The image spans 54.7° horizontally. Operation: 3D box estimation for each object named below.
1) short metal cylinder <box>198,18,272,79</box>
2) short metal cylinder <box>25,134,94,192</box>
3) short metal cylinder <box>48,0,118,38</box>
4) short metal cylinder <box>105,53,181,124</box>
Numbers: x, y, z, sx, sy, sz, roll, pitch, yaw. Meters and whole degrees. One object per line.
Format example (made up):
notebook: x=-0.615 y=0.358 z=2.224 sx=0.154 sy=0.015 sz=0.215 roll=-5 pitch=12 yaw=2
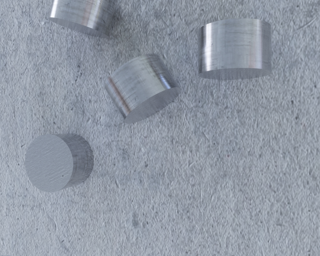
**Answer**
short metal cylinder: x=0.084 y=-0.085 z=0.350 sx=0.080 sy=0.080 sz=0.050 roll=0 pitch=90 yaw=20
short metal cylinder: x=-0.144 y=0.048 z=0.447 sx=0.080 sy=0.050 sz=0.080 roll=0 pitch=90 yaw=20
short metal cylinder: x=-0.103 y=-0.159 z=0.416 sx=0.080 sy=0.080 sz=0.050 roll=17 pitch=96 yaw=19
short metal cylinder: x=-0.021 y=-0.048 z=0.387 sx=0.080 sy=0.080 sz=0.050 roll=-34 pitch=79 yaw=17
